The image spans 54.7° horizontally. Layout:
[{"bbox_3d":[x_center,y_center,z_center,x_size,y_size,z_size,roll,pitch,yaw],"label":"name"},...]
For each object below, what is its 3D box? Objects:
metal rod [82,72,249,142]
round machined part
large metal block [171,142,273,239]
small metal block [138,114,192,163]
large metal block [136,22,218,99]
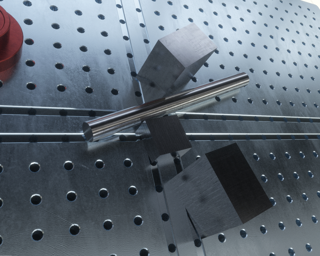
[{"bbox_3d":[0.030,-0.040,0.448,0.302,0.025,0.025,-21,73,-36],"label":"metal rod"},{"bbox_3d":[-0.209,-0.112,0.353,0.099,0.042,0.098,14,56,-21],"label":"round machined part"},{"bbox_3d":[0.069,0.075,0.364,0.050,0.080,0.080,-15,70,-34],"label":"large metal block"},{"bbox_3d":[0.006,0.013,0.403,0.050,0.025,0.050,-11,67,-33],"label":"small metal block"},{"bbox_3d":[0.023,-0.093,0.442,0.050,0.080,0.080,48,51,5],"label":"large metal block"}]
